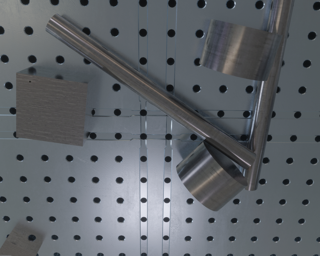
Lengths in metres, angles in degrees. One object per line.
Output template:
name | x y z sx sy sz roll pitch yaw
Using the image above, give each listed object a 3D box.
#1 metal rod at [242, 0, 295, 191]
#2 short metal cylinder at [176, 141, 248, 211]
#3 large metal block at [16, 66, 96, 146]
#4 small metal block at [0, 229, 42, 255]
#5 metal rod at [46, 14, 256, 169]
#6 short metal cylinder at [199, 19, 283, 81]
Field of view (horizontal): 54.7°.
metal rod | 0.137 -0.056 0.394 0.025 0.025 0.298 3 110 -2
short metal cylinder | 0.068 0.061 0.407 0.080 0.080 0.050 41 105 -14
large metal block | -0.129 -0.029 0.388 0.081 0.050 0.079 8 110 -4
small metal block | -0.222 0.194 0.483 0.050 0.025 0.050 33 107 -12
metal rod | -0.005 -0.041 0.387 0.301 0.025 0.025 34 106 -8
short metal cylinder | 0.090 -0.089 0.352 0.081 0.080 0.050 12 110 -5
